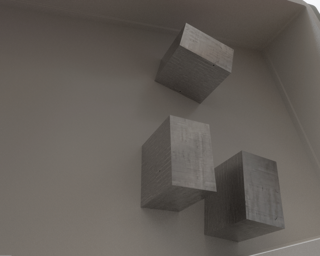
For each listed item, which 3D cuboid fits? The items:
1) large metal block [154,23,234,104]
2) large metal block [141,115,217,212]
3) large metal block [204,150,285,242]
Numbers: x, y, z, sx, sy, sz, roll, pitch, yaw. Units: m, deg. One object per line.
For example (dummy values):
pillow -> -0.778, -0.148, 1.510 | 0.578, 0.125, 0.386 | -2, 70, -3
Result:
large metal block -> 0.049, -0.092, 0.455 | 0.080, 0.080, 0.050 | 25, 53, -13
large metal block -> 0.017, 0.044, 0.354 | 0.050, 0.080, 0.080 | 13, 56, -22
large metal block -> 0.097, 0.085, 0.373 | 0.050, 0.080, 0.080 | 19, 55, -18
